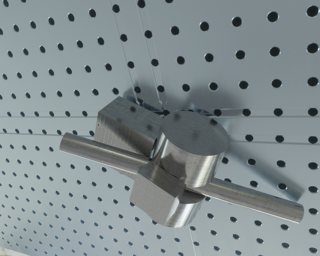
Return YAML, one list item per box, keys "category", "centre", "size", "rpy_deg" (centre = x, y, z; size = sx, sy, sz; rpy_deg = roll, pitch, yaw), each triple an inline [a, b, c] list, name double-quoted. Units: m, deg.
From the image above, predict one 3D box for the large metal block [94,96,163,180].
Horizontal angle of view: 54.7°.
- category: "large metal block"
  centre: [-0.040, 0.016, 0.419]
  size: [0.080, 0.050, 0.079]
  rpy_deg: [26, 128, 12]

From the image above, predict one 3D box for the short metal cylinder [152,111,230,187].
- category: "short metal cylinder"
  centre: [0.035, 0.023, 0.367]
  size: [0.080, 0.080, 0.050]
  rpy_deg: [25, 127, 13]

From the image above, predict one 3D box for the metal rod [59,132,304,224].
- category: "metal rod"
  centre: [0.027, 0.061, 0.379]
  size: [0.302, 0.025, 0.025]
  rpy_deg: [17, 127, -1]

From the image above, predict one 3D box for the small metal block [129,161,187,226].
- category: "small metal block"
  centre: [-0.003, 0.074, 0.352]
  size: [0.050, 0.025, 0.050]
  rpy_deg: [31, 129, 18]

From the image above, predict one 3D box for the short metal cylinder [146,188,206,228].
- category: "short metal cylinder"
  centre: [0.019, 0.083, 0.412]
  size: [0.080, 0.080, 0.050]
  rpy_deg: [27, 128, 11]
